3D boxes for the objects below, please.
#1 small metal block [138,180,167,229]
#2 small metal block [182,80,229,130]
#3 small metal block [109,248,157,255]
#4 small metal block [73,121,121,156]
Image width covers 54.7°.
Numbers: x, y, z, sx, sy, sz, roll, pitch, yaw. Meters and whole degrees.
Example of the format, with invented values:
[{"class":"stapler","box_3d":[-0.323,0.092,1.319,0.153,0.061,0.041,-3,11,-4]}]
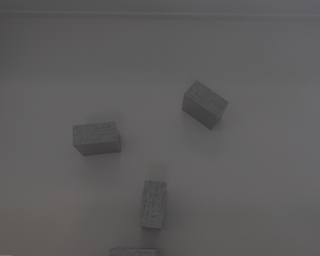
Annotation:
[{"class":"small metal block","box_3d":[-0.008,0.091,0.363,0.025,0.050,0.050,7,70,2]},{"class":"small metal block","box_3d":[0.058,-0.029,0.407,0.050,0.050,0.025,37,74,12]},{"class":"small metal block","box_3d":[-0.028,0.147,0.342,0.050,0.050,0.025,1,70,0]},{"class":"small metal block","box_3d":[-0.078,0.015,0.390,0.050,0.050,0.025,-6,70,-2]}]
